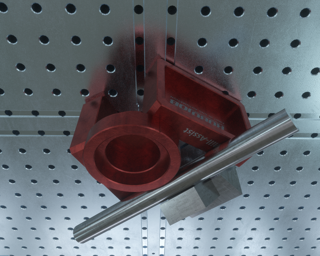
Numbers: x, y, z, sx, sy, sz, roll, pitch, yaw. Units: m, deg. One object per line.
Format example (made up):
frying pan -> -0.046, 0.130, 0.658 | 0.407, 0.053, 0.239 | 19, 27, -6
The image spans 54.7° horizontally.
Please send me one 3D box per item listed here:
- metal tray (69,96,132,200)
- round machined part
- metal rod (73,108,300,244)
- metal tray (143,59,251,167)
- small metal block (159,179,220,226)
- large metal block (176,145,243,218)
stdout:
metal tray -> -0.054, 0.034, 0.396 | 0.030, 0.090, 0.130 | -23, 127, 18
round machined part -> -0.028, 0.021, 0.327 | 0.099, 0.042, 0.097 | -1, 130, 0
metal rod -> 0.009, 0.067, 0.350 | 0.299, 0.025, 0.025 | -33, 123, 24
metal tray -> 0.045, -0.018, 0.353 | 0.131, 0.090, 0.030 | 25, 127, -20
small metal block -> 0.035, 0.084, 0.360 | 0.050, 0.050, 0.025 | -35, 78, 25
large metal block -> 0.058, 0.064, 0.427 | 0.080, 0.080, 0.050 | -34, 123, 25
